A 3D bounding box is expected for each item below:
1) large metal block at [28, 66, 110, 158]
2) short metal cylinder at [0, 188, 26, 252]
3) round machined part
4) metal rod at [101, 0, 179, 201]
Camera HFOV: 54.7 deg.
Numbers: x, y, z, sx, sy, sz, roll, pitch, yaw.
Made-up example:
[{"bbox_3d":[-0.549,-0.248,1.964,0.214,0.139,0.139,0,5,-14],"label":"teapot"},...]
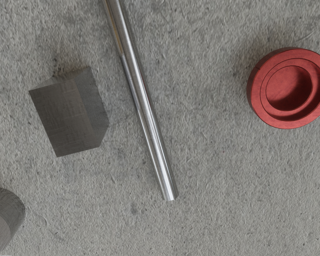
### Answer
[{"bbox_3d":[-0.102,-0.023,0.371,0.050,0.080,0.080,-14,110,5],"label":"large metal block"},{"bbox_3d":[-0.243,0.132,0.442,0.081,0.050,0.079,0,110,-1],"label":"short metal cylinder"},{"bbox_3d":[0.156,-0.051,0.384,0.099,0.042,0.097,0,110,-1],"label":"round machined part"},{"bbox_3d":[-0.024,-0.038,0.395,0.025,0.025,0.298,-14,110,5],"label":"metal rod"}]
